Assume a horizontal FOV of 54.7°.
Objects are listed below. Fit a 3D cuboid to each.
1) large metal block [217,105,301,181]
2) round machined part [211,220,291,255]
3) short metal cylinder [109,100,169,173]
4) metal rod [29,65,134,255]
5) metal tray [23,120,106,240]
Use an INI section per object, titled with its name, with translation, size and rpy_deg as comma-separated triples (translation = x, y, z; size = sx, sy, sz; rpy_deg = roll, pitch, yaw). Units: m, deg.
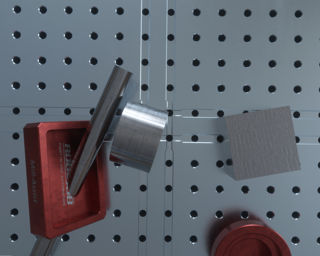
[large metal block]
translation = 0.125, 0.018, 0.402
size = 0.080, 0.050, 0.080
rpy_deg = -10, 90, 0
[round machined part]
translation = 0.116, 0.169, 0.406
size = 0.099, 0.042, 0.097
rpy_deg = 0, 90, 0
[short metal cylinder]
translation = -0.025, 0.010, 0.386
size = 0.050, 0.080, 0.080
rpy_deg = 18, 90, 0
[metal rod]
translation = -0.107, 0.063, 0.392
size = 0.025, 0.025, 0.298
rpy_deg = 26, 98, 0
[metal tray]
translation = -0.113, 0.057, 0.379
size = 0.030, 0.091, 0.129
rpy_deg = -4, 90, 36
